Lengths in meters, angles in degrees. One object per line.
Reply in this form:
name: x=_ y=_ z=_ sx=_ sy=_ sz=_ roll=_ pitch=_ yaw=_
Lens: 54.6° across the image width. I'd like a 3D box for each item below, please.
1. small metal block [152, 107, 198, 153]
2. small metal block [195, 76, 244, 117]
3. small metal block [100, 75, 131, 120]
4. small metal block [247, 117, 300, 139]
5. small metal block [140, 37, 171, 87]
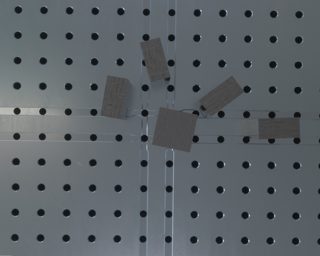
small metal block: x=0.019 y=0.002 z=0.413 sx=0.050 sy=0.025 sz=0.050 roll=12 pitch=90 yaw=0
small metal block: x=0.075 y=-0.039 z=0.401 sx=0.050 sy=0.050 sz=0.025 roll=-37 pitch=90 yaw=0
small metal block: x=-0.056 y=-0.037 z=0.401 sx=0.025 sy=0.050 sz=0.050 roll=10 pitch=90 yaw=0
small metal block: x=0.145 y=0.000 z=0.402 sx=0.050 sy=0.050 sz=0.025 roll=-2 pitch=90 yaw=0
small metal block: x=-0.006 y=-0.083 z=0.401 sx=0.025 sy=0.050 sz=0.050 roll=-15 pitch=90 yaw=0
